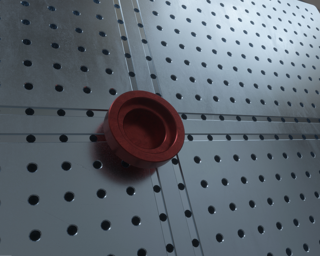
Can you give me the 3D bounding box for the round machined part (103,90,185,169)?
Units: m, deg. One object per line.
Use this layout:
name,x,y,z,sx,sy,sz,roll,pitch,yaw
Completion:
round machined part,-0.022,0.005,0.384,0.099,0.042,0.098,14,56,-21
